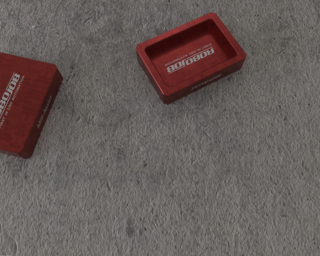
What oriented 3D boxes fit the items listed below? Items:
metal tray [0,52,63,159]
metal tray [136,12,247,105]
[{"bbox_3d":[-0.198,-0.032,0.416,0.090,0.030,0.130,13,70,5],"label":"metal tray"},{"bbox_3d":[0.043,-0.101,0.442,0.131,0.030,0.090,-27,72,-10],"label":"metal tray"}]
